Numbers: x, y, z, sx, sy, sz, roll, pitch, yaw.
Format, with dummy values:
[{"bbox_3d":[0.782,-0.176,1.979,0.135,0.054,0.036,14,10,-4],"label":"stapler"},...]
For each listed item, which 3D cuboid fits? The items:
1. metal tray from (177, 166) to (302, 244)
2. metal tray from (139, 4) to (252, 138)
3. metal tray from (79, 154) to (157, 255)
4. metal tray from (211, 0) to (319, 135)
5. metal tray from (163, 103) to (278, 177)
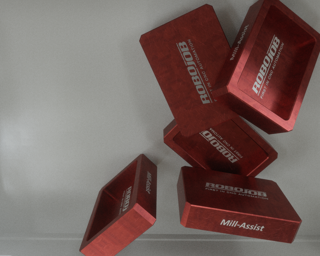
[{"bbox_3d":[0.089,0.089,0.377,0.131,0.090,0.030,10,110,-4],"label":"metal tray"},{"bbox_3d":[0.043,-0.065,0.366,0.090,0.030,0.129,-24,93,6],"label":"metal tray"},{"bbox_3d":[-0.046,0.095,0.390,0.090,0.130,0.030,-42,105,14],"label":"metal tray"},{"bbox_3d":[0.122,-0.069,0.343,0.090,0.030,0.130,31,73,-16],"label":"metal tray"},{"bbox_3d":[0.080,0.021,0.416,0.130,0.030,0.090,41,105,-14],"label":"metal tray"}]
